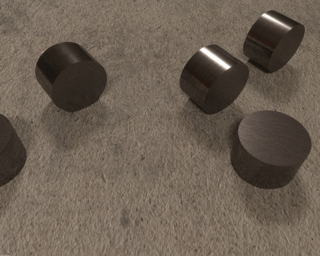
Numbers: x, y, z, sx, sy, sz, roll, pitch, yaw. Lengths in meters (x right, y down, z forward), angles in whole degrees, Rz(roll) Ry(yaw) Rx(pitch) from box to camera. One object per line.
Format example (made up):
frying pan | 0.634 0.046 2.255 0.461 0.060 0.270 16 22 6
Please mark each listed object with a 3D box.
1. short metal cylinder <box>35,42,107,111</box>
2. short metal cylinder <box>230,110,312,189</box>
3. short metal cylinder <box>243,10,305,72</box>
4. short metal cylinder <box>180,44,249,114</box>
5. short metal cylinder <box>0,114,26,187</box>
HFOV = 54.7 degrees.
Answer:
short metal cylinder | -0.121 -0.070 0.425 0.081 0.080 0.050 -30 57 -23
short metal cylinder | 0.129 0.025 0.368 0.081 0.050 0.080 0 50 0
short metal cylinder | 0.177 -0.135 0.483 0.081 0.080 0.050 -32 57 -24
short metal cylinder | 0.074 -0.066 0.424 0.081 0.080 0.050 -29 56 -22
short metal cylinder | -0.206 0.027 0.362 0.081 0.050 0.080 0 50 0
